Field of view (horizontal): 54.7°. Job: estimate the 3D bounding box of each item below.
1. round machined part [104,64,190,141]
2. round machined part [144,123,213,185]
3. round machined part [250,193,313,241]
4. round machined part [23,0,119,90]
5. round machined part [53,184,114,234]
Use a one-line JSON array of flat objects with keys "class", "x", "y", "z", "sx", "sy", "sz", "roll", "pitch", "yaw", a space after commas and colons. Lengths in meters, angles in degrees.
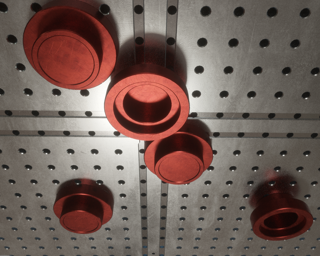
[{"class": "round machined part", "x": -0.015, "y": -0.034, "z": 0.371, "sx": 0.099, "sy": 0.042, "sz": 0.097, "roll": -1, "pitch": 130, "yaw": 0}, {"class": "round machined part", "x": 0.026, "y": 0.043, "z": 0.438, "sx": 0.099, "sy": 0.042, "sz": 0.097, "roll": -1, "pitch": 130, "yaw": 0}, {"class": "round machined part", "x": 0.204, "y": 0.149, "z": 0.531, "sx": 0.099, "sy": 0.042, "sz": 0.097, "roll": -1, "pitch": 130, "yaw": 0}, {"class": "round machined part", "x": -0.095, "y": -0.081, "z": 0.330, "sx": 0.099, "sy": 0.042, "sz": 0.097, "roll": -1, "pitch": 130, "yaw": 0}, {"class": "round machined part", "x": -0.129, "y": 0.142, "z": 0.519, "sx": 0.099, "sy": 0.042, "sz": 0.097, "roll": -1, "pitch": 130, "yaw": 0}]
